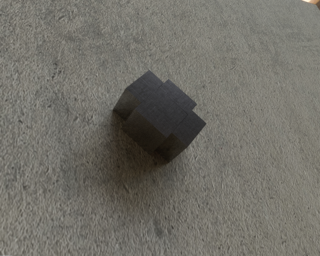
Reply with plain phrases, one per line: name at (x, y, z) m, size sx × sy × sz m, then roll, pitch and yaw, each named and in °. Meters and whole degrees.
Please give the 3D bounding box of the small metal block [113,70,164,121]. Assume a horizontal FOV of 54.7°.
small metal block at (-0.028, -0.041, 0.399) m, size 0.025 × 0.050 × 0.050 m, roll 43°, pitch 51°, yaw 1°

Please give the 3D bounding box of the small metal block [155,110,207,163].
small metal block at (0.026, 0.011, 0.397) m, size 0.025 × 0.050 × 0.050 m, roll 43°, pitch 51°, yaw 1°

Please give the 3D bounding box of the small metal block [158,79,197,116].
small metal block at (0.013, -0.029, 0.415) m, size 0.050 × 0.050 × 0.025 m, roll 42°, pitch 51°, yaw 0°

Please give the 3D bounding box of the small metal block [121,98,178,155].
small metal block at (-0.014, -0.001, 0.383) m, size 0.050 × 0.050 × 0.025 m, roll 43°, pitch 51°, yaw 0°

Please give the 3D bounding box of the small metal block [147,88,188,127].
small metal block at (-0.001, -0.015, 0.399) m, size 0.050 × 0.050 × 0.025 m, roll 43°, pitch 51°, yaw 0°
